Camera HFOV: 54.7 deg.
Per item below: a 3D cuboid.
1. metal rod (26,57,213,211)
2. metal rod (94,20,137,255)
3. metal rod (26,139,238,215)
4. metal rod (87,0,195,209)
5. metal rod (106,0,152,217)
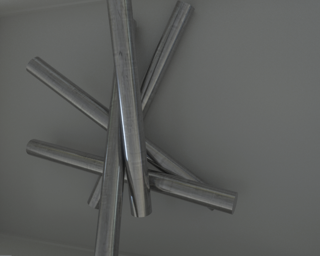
[{"bbox_3d":[-0.049,0.004,0.400,0.300,0.025,0.025,37,102,5],"label":"metal rod"},{"bbox_3d":[-0.050,-0.005,0.375,0.025,0.025,0.299,-5,68,20],"label":"metal rod"},{"bbox_3d":[-0.053,0.056,0.399,0.301,0.025,0.025,11,94,23],"label":"metal rod"},{"bbox_3d":[-0.029,-0.024,0.420,0.025,0.025,0.298,28,99,18],"label":"metal rod"},{"bbox_3d":[-0.034,-0.046,0.332,0.025,0.025,0.298,0,104,20],"label":"metal rod"}]
